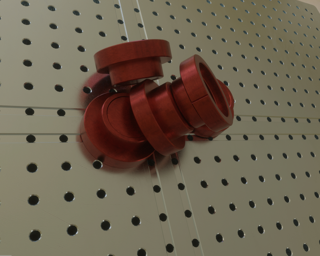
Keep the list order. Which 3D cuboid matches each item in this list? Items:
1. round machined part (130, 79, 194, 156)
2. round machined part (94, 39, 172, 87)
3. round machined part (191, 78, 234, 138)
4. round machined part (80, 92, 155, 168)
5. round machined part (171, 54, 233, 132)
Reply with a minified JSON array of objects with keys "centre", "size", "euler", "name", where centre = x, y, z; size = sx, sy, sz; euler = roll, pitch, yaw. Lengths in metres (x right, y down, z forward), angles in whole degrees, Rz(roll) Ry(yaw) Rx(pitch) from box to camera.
[{"centre":[0.008,-0.018,0.384],"size":[0.098,0.042,0.098],"euler":[53,21,-30],"name":"round machined part"},{"centre":[-0.032,-0.080,0.401],"size":[0.099,0.098,0.042],"euler":[-13,95,-34],"name":"round machined part"},{"centre":[0.070,-0.038,0.460],"size":[0.099,0.042,0.098],"euler":[14,56,-21],"name":"round machined part"},{"centre":[-0.043,-0.004,0.378],"size":[0.099,0.042,0.098],"euler":[14,56,-21],"name":"round machined part"},{"centre":[0.050,-0.039,0.388],"size":[0.098,0.042,0.098],"euler":[47,27,-34],"name":"round machined part"}]
